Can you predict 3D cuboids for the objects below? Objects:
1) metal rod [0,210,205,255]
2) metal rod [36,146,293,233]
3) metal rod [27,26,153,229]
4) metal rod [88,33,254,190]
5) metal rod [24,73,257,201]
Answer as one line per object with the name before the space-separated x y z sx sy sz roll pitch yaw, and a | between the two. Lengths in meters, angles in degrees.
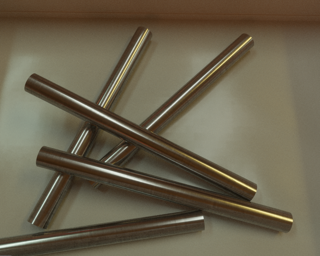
metal rod | -0.099 0.129 0.361 0.302 0.025 0.025 -7 70 -3
metal rod | 0.007 0.073 0.365 0.302 0.025 0.025 15 71 -2
metal rod | -0.084 -0.014 0.413 0.025 0.025 0.300 23 71 8
metal rod | 0.021 -0.031 0.420 0.301 0.025 0.025 -42 76 -14
metal rod | -0.022 0.012 0.378 0.301 0.025 0.025 27 72 -1
